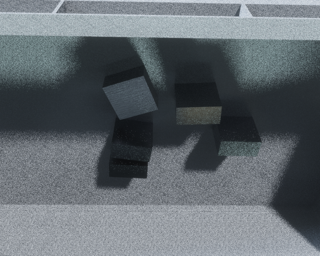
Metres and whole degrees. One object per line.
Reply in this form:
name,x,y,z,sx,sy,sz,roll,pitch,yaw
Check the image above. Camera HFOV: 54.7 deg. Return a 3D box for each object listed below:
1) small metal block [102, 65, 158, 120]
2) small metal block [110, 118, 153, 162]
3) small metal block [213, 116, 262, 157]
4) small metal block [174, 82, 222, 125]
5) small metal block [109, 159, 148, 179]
small metal block,-0.034,-0.042,0.373,0.050,0.025,0.050,-15,129,11
small metal block,-0.036,0.015,0.405,0.050,0.050,0.025,8,130,-7
small metal block,0.099,0.010,0.403,0.050,0.050,0.025,2,130,-2
small metal block,0.043,-0.030,0.368,0.050,0.050,0.025,-2,130,1
small metal block,-0.042,0.041,0.427,0.050,0.050,0.025,3,130,-3
